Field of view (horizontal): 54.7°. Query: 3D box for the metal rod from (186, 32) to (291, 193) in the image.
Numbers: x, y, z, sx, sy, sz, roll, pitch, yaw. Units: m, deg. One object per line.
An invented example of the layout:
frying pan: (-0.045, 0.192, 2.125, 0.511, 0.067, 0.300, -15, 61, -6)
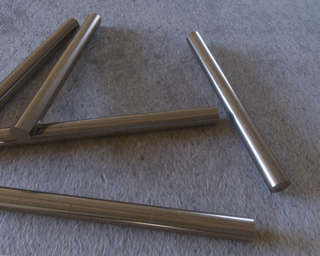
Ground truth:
metal rod: (0.096, -0.044, 0.441, 0.025, 0.025, 0.300, -11, 51, -10)

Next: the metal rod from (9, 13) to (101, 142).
metal rod: (-0.141, -0.096, 0.463, 0.025, 0.025, 0.300, 6, 45, 5)

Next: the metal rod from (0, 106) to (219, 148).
metal rod: (-0.073, -0.001, 0.403, 0.302, 0.025, 0.025, -6, 51, -6)

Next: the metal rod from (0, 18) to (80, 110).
metal rod: (-0.208, -0.080, 0.467, 0.025, 0.025, 0.301, 16, 52, 13)

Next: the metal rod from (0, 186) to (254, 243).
metal rod: (-0.056, 0.089, 0.327, 0.302, 0.025, 0.025, 6, 50, 4)
